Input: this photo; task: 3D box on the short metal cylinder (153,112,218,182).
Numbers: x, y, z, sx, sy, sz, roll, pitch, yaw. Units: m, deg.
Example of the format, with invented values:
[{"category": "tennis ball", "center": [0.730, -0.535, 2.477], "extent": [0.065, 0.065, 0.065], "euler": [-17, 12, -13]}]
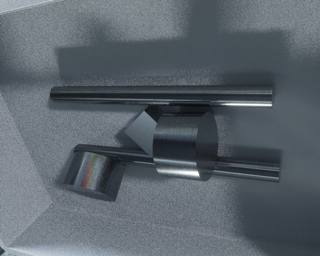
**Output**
[{"category": "short metal cylinder", "center": [0.033, 0.020, 0.366], "extent": [0.050, 0.080, 0.079], "euler": [2, 119, 27]}]

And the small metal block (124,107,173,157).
[{"category": "small metal block", "center": [-0.011, 0.003, 0.413], "extent": [0.050, 0.025, 0.050], "euler": [44, 129, -3]}]

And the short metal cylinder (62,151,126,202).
[{"category": "short metal cylinder", "center": [-0.098, 0.074, 0.463], "extent": [0.080, 0.050, 0.080], "euler": [13, 157, 6]}]

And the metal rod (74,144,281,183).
[{"category": "metal rod", "center": [0.006, 0.045, 0.429], "extent": [0.301, 0.025, 0.025], "euler": [3, 120, 26]}]

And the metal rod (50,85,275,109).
[{"category": "metal rod", "center": [-0.017, -0.041, 0.388], "extent": [0.301, 0.025, 0.025], "euler": [3, 120, 26]}]
